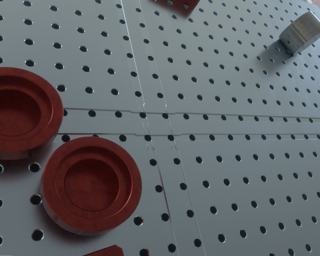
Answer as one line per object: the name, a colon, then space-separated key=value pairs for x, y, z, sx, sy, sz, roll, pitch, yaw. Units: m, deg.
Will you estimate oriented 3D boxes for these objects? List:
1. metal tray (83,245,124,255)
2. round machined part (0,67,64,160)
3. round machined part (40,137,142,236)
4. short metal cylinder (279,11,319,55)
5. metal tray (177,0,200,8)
metal tray: x=-0.061 y=0.179 z=0.263 sx=0.091 sy=0.030 sz=0.130 roll=-8 pitch=66 yaw=-32
round machined part: x=-0.155 y=-0.012 z=0.321 sx=0.099 sy=0.042 sz=0.098 roll=14 pitch=56 yaw=-21
round machined part: x=-0.072 y=0.061 z=0.321 sx=0.099 sy=0.042 sz=0.098 roll=14 pitch=56 yaw=-21
short metal cylinder: x=0.303 y=-0.200 z=0.658 sx=0.081 sy=0.080 sz=0.050 roll=-26 pitch=76 yaw=-37
metal tray: x=0.041 y=-0.304 z=0.613 sx=0.091 sy=0.030 sz=0.130 roll=20 pitch=54 yaw=-16
